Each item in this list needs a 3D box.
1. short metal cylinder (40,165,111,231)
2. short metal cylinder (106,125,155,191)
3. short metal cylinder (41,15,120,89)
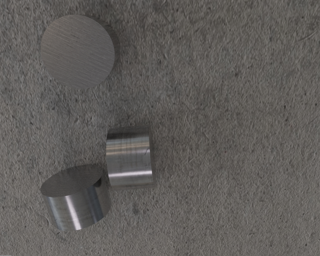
[{"bbox_3d":[-0.110,0.090,0.413,0.080,0.080,0.050,-10,110,3],"label":"short metal cylinder"},{"bbox_3d":[-0.035,0.037,0.394,0.050,0.080,0.079,-5,110,2],"label":"short metal cylinder"},{"bbox_3d":[-0.090,-0.090,0.362,0.081,0.050,0.079,0,110,0],"label":"short metal cylinder"}]
